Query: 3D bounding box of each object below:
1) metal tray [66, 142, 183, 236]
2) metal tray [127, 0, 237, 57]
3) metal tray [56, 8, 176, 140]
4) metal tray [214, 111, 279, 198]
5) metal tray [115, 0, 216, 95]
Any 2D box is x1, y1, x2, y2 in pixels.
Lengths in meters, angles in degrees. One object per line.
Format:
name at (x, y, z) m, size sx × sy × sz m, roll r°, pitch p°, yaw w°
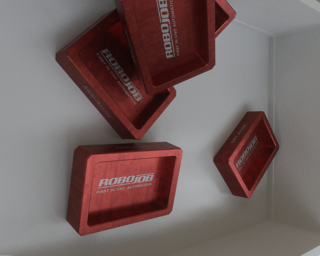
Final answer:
metal tray at (-0.037, 0.065, 0.360) m, size 0.131 × 0.030 × 0.089 m, roll 0°, pitch 104°, yaw -40°
metal tray at (0.029, -0.135, 0.371) m, size 0.131 × 0.090 × 0.030 m, roll 10°, pitch 39°, yaw -57°
metal tray at (-0.045, -0.060, 0.367) m, size 0.090 × 0.030 × 0.130 m, roll -52°, pitch 121°, yaw -27°
metal tray at (0.153, 0.043, 0.534) m, size 0.131 × 0.030 × 0.090 m, roll -48°, pitch 119°, yaw -30°
metal tray at (0.011, -0.102, 0.324) m, size 0.091 × 0.030 × 0.129 m, roll -25°, pitch 144°, yaw -7°
